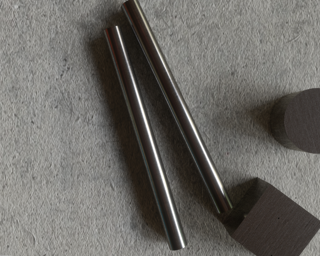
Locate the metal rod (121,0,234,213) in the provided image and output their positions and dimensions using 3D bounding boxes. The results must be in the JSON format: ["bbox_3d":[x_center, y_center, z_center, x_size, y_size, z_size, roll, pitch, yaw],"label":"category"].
[{"bbox_3d":[0.023,-0.029,0.409,0.025,0.025,0.299,-25,90,0],"label":"metal rod"}]

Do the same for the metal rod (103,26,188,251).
[{"bbox_3d":[-0.019,0.013,0.409,0.025,0.025,0.298,-17,90,0],"label":"metal rod"}]

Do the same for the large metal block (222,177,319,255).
[{"bbox_3d":[0.142,0.123,0.399,0.080,0.050,0.080,37,90,0],"label":"large metal block"}]

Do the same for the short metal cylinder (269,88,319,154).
[{"bbox_3d":[0.190,-0.009,0.399,0.081,0.050,0.079,0,90,0],"label":"short metal cylinder"}]
